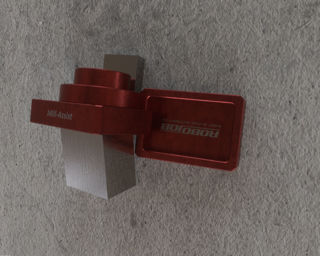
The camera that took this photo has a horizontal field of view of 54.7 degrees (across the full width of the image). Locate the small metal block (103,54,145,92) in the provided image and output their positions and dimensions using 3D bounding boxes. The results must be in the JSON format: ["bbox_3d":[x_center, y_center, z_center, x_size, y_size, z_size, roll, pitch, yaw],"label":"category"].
[{"bbox_3d":[-0.051,-0.074,0.428,0.050,0.025,0.050,7,92,19],"label":"small metal block"}]

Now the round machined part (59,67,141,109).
[{"bbox_3d":[-0.072,-0.048,0.384,0.098,0.098,0.042,7,92,19],"label":"round machined part"}]

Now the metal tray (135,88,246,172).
[{"bbox_3d":[0.037,0.000,0.394,0.130,0.030,0.089,7,92,19],"label":"metal tray"}]

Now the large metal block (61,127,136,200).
[{"bbox_3d":[-0.080,0.038,0.404,0.080,0.050,0.079,7,106,37],"label":"large metal block"}]

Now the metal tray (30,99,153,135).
[{"bbox_3d":[-0.086,-0.014,0.387,0.130,0.091,0.030,8,94,38],"label":"metal tray"}]
